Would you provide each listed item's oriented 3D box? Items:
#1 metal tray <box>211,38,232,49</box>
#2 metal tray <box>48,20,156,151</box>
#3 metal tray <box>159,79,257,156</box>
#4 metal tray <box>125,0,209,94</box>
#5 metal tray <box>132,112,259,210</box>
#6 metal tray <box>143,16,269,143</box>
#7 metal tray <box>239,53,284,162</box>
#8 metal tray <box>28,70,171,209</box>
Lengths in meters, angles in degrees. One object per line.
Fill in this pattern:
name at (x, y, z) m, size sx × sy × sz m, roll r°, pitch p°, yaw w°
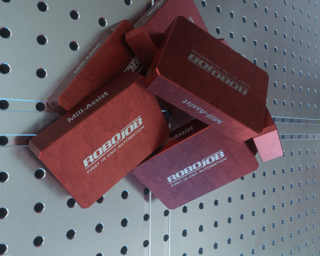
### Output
metal tray at (0.094, -0.063, 0.454) m, size 0.131 × 0.030 × 0.090 m, roll 19°, pitch 77°, yaw -59°
metal tray at (-0.052, -0.049, 0.360) m, size 0.090 × 0.030 × 0.130 m, roll 46°, pitch 62°, yaw -30°
metal tray at (0.068, -0.008, 0.424) m, size 0.130 × 0.090 × 0.030 m, roll 51°, pitch 60°, yaw -27°
metal tray at (0.018, -0.114, 0.395) m, size 0.090 × 0.030 × 0.130 m, roll 56°, pitch 44°, yaw -27°
metal tray at (0.043, 0.041, 0.383) m, size 0.090 × 0.130 × 0.030 m, roll 51°, pitch 18°, yaw -29°
metal tray at (0.056, -0.052, 0.337) m, size 0.131 × 0.030 × 0.090 m, roll 28°, pitch 57°, yaw -16°
metal tray at (0.126, -0.028, 0.428) m, size 0.090 × 0.030 × 0.130 m, roll 46°, pitch 25°, yaw -53°
metal tray at (-0.056, 0.011, 0.329) m, size 0.131 × 0.030 × 0.090 m, roll -40°, pitch 131°, yaw -20°
